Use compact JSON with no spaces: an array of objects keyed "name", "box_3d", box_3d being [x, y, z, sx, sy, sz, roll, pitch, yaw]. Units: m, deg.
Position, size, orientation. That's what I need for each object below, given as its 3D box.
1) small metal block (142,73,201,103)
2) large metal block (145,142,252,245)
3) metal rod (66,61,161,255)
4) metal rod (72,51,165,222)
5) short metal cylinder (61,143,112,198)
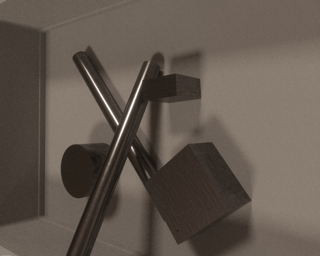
[{"name":"small metal block","box_3d":[0.015,-0.047,0.377,0.050,0.050,0.025,-4,88,39]},{"name":"large metal block","box_3d":[0.041,0.073,0.355,0.080,0.050,0.080,-45,63,30]},{"name":"metal rod","box_3d":[-0.059,0.052,0.374,0.025,0.025,0.299,6,69,39]},{"name":"metal rod","box_3d":[-0.058,-0.003,0.452,0.025,0.025,0.299,-47,62,29]},{"name":"short metal cylinder","box_3d":[-0.108,0.064,0.477,0.080,0.050,0.079,0,90,39]}]
